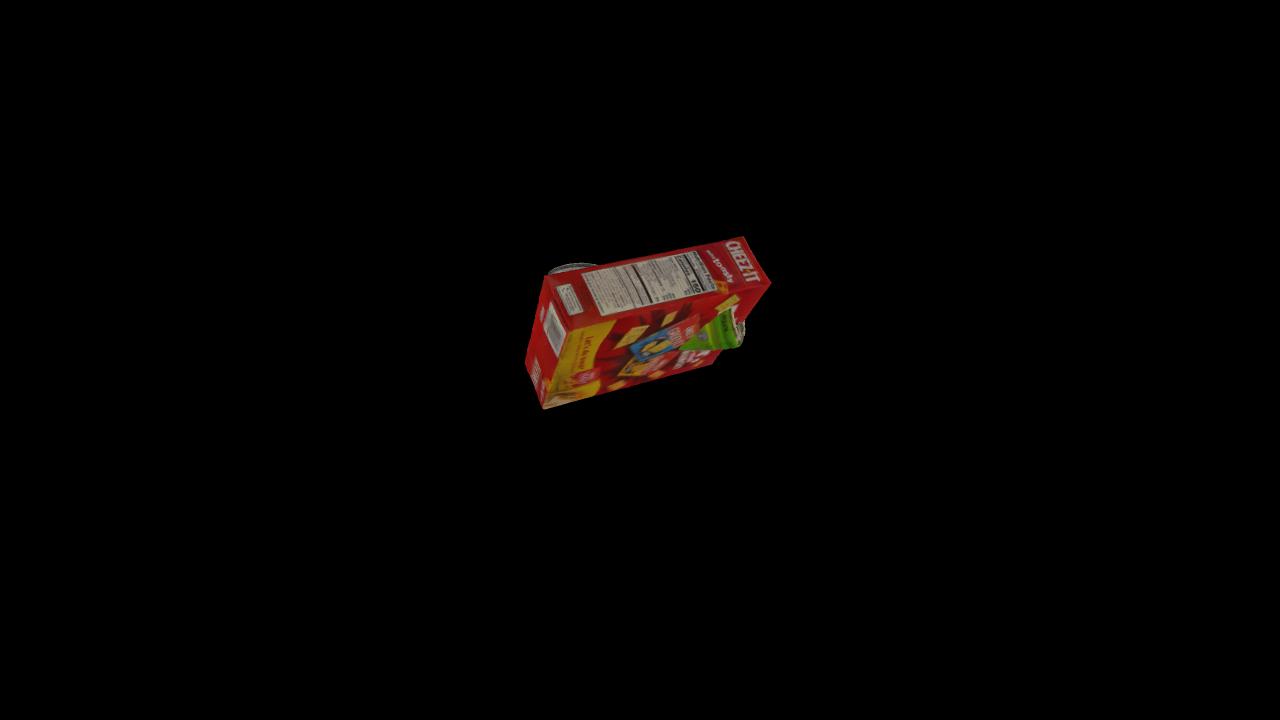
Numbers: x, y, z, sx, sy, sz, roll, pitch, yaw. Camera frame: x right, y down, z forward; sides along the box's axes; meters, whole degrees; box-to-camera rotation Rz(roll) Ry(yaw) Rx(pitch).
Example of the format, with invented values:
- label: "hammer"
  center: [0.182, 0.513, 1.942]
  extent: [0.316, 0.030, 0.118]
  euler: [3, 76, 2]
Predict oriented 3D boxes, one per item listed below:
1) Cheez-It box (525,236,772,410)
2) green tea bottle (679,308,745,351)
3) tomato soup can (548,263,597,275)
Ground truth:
- label: "Cheez-It box"
  center: [0.003, -0.036, 0.636]
  extent: [0.223, 0.071, 0.166]
  euler: [-15, -23, -24]
- label: "green tea bottle"
  center: [0.004, -0.034, 0.672]
  extent: [0.212, 0.073, 0.073]
  euler: [-9, -3, 18]
- label: "tomato soup can"
  center: [-0.065, -0.046, 0.659]
  extent: [0.068, 0.101, 0.068]
  euler: [-5, -11, -1]
